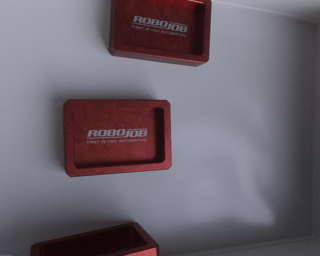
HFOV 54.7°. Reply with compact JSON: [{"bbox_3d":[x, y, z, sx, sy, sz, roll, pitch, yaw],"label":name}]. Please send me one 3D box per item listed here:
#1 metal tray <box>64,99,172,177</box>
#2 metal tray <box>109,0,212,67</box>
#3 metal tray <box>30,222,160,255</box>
[{"bbox_3d":[-0.052,0.010,0.389,0.131,0.030,0.089,-2,91,-21],"label":"metal tray"},{"bbox_3d":[0.002,-0.135,0.409,0.131,0.030,0.089,3,89,-21],"label":"metal tray"},{"bbox_3d":[-0.075,0.146,0.349,0.131,0.090,0.030,-6,93,-20],"label":"metal tray"}]
